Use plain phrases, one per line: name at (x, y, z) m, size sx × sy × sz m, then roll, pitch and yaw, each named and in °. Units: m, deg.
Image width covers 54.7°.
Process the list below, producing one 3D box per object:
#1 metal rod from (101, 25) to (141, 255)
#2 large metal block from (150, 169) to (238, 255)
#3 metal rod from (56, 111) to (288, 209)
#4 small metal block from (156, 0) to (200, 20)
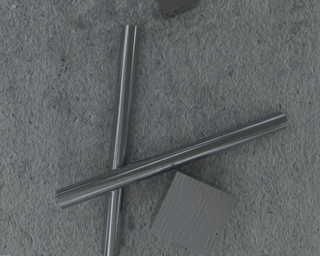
metal rod at (-0.052, 0.017, 0.409) m, size 0.025 × 0.025 × 0.298 m, roll 5°, pitch 90°, yaw -1°
large metal block at (0.041, 0.104, 0.398) m, size 0.080 × 0.050 × 0.080 m, roll 24°, pitch 90°, yaw -1°
metal rod at (0.021, 0.038, 0.393) m, size 0.302 × 0.025 × 0.025 m, roll -19°, pitch 90°, yaw -7°
small metal block at (0.019, -0.179, 0.410) m, size 0.050 × 0.025 × 0.050 m, roll -22°, pitch 90°, yaw -1°
